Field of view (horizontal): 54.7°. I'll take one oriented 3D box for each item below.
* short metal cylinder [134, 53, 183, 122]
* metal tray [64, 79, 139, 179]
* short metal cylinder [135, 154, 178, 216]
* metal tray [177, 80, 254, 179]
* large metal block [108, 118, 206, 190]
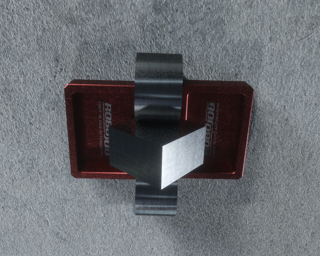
[{"bbox_3d":[-0.002,-0.047,0.364,0.050,0.080,0.079,2,110,-1],"label":"short metal cylinder"},{"bbox_3d":[-0.073,0.003,0.409,0.091,0.030,0.129,1,110,-1],"label":"metal tray"},{"bbox_3d":[-0.005,0.075,0.409,0.050,0.080,0.079,2,110,-1],"label":"short metal cylinder"},{"bbox_3d":[0.068,0.004,0.411,0.091,0.030,0.129,1,110,-1],"label":"metal tray"},{"bbox_3d":[-0.003,0.021,0.367,0.080,0.081,0.050,18,116,36],"label":"large metal block"}]
